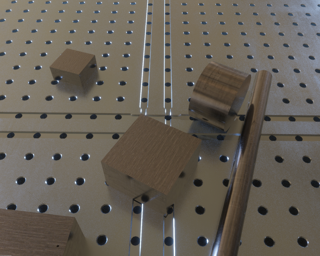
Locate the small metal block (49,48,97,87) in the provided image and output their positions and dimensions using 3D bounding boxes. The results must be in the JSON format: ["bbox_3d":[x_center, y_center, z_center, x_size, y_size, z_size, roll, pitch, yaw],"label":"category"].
[{"bbox_3d":[-0.135,-0.096,0.486,0.050,0.025,0.050,16,52,12],"label":"small metal block"}]

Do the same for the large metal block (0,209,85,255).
[{"bbox_3d":[-0.124,0.125,0.284,0.080,0.050,0.080,6,50,4],"label":"large metal block"}]

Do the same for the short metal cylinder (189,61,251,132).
[{"bbox_3d":[0.079,-0.042,0.408,0.050,0.080,0.080,26,54,19],"label":"short metal cylinder"}]

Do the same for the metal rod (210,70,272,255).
[{"bbox_3d":[0.108,0.029,0.384,0.025,0.025,0.301,16,52,12],"label":"metal rod"}]

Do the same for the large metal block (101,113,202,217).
[{"bbox_3d":[-0.008,0.040,0.358,0.080,0.050,0.080,24,54,18],"label":"large metal block"}]
